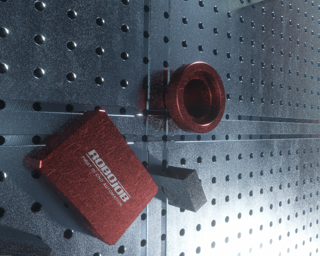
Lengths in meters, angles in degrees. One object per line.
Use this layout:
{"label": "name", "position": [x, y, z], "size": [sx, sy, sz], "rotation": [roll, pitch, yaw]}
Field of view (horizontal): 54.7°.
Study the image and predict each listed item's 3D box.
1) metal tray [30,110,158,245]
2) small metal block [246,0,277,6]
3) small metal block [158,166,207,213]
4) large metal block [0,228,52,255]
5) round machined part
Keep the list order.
{"label": "metal tray", "position": [-0.067, 0.055, 0.351], "size": [0.090, 0.030, 0.130], "rotation": [-47, 118, -30]}
{"label": "small metal block", "position": [0.189, -0.239, 0.554], "size": [0.050, 0.050, 0.025], "rotation": [-21, 104, -38]}
{"label": "small metal block", "position": [0.030, 0.082, 0.421], "size": [0.025, 0.050, 0.050], "rotation": [-34, 111, -35]}
{"label": "large metal block", "position": [-0.154, 0.130, 0.265], "size": [0.080, 0.050, 0.080], "rotation": [29, 72, -37]}
{"label": "round machined part", "position": [0.045, -0.042, 0.438], "size": [0.099, 0.042, 0.097], "rotation": [0, 90, -40]}
